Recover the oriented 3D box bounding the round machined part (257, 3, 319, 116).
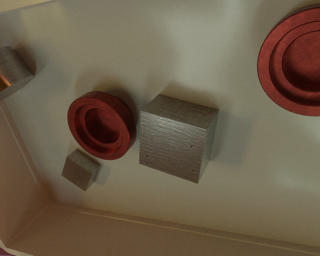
[{"bbox_3d":[0.143,-0.063,0.283,0.098,0.042,0.097,13,124,20],"label":"round machined part"}]

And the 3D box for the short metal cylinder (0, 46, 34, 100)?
[{"bbox_3d":[-0.233,-0.074,0.447,0.080,0.080,0.050,-26,105,36],"label":"short metal cylinder"}]

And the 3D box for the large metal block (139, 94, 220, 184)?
[{"bbox_3d":[0.022,0.012,0.387,0.080,0.050,0.079,17,125,18],"label":"large metal block"}]

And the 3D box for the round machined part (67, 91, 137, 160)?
[{"bbox_3d":[-0.076,-0.007,0.431,0.098,0.042,0.097,13,124,20],"label":"round machined part"}]

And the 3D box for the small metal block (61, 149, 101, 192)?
[{"bbox_3d":[-0.133,0.071,0.520,0.050,0.025,0.050,33,129,6],"label":"small metal block"}]
